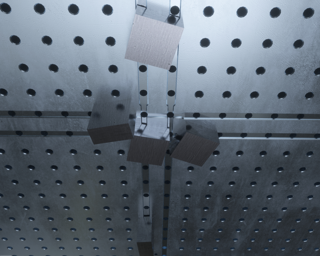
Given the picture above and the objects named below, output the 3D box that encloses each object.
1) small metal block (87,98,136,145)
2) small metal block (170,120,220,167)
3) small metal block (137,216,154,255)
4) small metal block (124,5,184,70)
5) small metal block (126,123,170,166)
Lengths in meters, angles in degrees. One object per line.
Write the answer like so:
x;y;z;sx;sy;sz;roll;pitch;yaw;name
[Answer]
-0.059;-0.009;0.387;0.050;0.050;0.025;-8;130;7;small metal block
0.047;0.022;0.431;0.050;0.025;0.050;19;128;-16;small metal block
-0.025;0.197;0.562;0.025;0.050;0.050;-3;130;3;small metal block
-0.007;-0.095;0.330;0.050;0.025;0.050;13;129;-11;small metal block
-0.017;0.023;0.431;0.050;0.025;0.050;9;130;-8;small metal block
